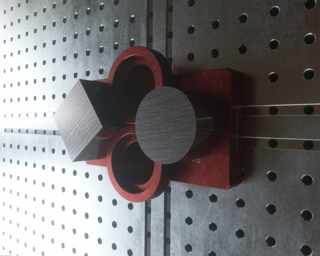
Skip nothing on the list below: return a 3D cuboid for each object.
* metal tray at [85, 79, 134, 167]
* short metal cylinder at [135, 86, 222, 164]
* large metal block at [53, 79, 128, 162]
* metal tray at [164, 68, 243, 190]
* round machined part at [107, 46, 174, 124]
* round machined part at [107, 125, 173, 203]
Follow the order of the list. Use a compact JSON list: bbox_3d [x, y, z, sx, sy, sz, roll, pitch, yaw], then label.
[{"bbox_3d":[-0.072,-0.008,0.465,0.090,0.030,0.129,1,91,38],"label":"metal tray"},{"bbox_3d":[0.020,-0.003,0.337,0.080,0.050,0.079,0,90,40],"label":"short metal cylinder"},{"bbox_3d":[-0.097,-0.010,0.434,0.080,0.050,0.080,-44,64,31],"label":"large metal block"},{"bbox_3d":[0.049,0.000,0.363,0.090,0.030,0.129,1,91,40],"label":"metal tray"},{"bbox_3d":[-0.020,-0.054,0.403,0.098,0.042,0.097,0,90,40],"label":"round machined part"},{"bbox_3d":[-0.021,0.044,0.404,0.098,0.042,0.097,0,90,40],"label":"round machined part"}]
